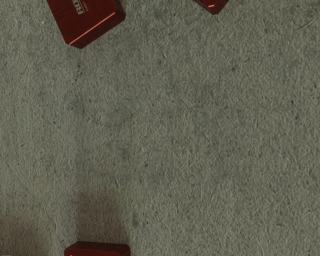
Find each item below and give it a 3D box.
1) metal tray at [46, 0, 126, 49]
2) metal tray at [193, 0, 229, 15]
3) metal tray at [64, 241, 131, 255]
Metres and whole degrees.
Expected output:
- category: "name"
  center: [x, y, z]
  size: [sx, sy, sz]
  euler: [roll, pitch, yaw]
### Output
- category: "metal tray"
  center: [-0.116, -0.193, 0.447]
  size: [0.090, 0.030, 0.130]
  euler: [-28, 81, 17]
- category: "metal tray"
  center: [0.074, -0.219, 0.379]
  size: [0.090, 0.030, 0.130]
  euler: [43, 103, 15]
- category: "metal tray"
  center: [-0.085, 0.231, 0.436]
  size: [0.090, 0.030, 0.129]
  euler: [-4, 89, 19]
